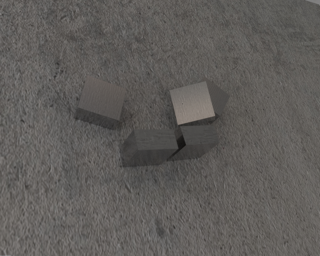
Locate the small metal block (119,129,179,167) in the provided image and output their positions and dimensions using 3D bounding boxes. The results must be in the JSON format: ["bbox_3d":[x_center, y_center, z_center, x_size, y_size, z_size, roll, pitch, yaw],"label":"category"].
[{"bbox_3d":[-0.014,0.024,0.365,0.050,0.050,0.025,0,62,-28],"label":"small metal block"}]

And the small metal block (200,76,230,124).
[{"bbox_3d":[0.072,-0.042,0.468,0.050,0.025,0.050,37,51,-4],"label":"small metal block"}]

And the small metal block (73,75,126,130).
[{"bbox_3d":[-0.074,-0.031,0.383,0.050,0.025,0.050,18,55,-18],"label":"small metal block"}]

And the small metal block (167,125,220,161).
[{"bbox_3d":[0.039,0.020,0.396,0.050,0.050,0.025,-2,63,-29],"label":"small metal block"}]

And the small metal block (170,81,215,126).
[{"bbox_3d":[0.045,-0.031,0.425,0.050,0.025,0.050,-14,77,5],"label":"small metal block"}]
